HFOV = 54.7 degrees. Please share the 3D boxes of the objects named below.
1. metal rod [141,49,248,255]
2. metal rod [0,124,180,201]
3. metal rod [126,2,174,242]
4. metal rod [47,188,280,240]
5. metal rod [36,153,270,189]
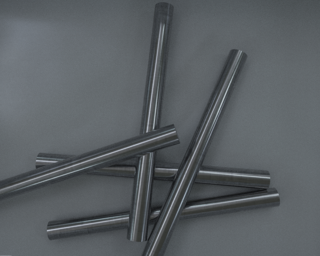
[{"bbox_3d":[0.043,0.037,0.391,0.025,0.025,0.299,24,82,-1],"label":"metal rod"},{"bbox_3d":[-0.122,0.053,0.383,0.301,0.025,0.025,-18,90,5],"label":"metal rod"},{"bbox_3d":[-0.011,-0.013,0.393,0.025,0.025,0.298,7,84,-1],"label":"metal rod"},{"bbox_3d":[0.005,0.113,0.410,0.302,0.025,0.025,-8,90,-1],"label":"metal rod"},{"bbox_3d":[-0.008,0.057,0.410,0.302,0.025,0.025,5,90,-1],"label":"metal rod"}]
